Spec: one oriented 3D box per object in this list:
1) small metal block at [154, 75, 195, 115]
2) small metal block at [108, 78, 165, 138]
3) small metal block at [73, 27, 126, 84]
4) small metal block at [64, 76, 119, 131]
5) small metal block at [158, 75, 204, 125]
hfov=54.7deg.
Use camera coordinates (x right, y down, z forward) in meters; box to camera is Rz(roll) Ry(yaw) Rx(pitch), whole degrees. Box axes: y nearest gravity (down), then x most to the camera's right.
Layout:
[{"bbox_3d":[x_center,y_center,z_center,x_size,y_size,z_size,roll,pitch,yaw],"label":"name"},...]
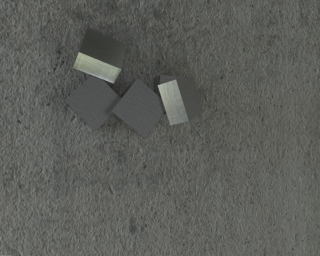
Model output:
[{"bbox_3d":[0.019,-0.043,0.418,0.050,0.025,0.050,2,89,-21],"label":"small metal block"},{"bbox_3d":[-0.026,-0.023,0.374,0.050,0.025,0.050,40,77,-16],"label":"small metal block"},{"bbox_3d":[-0.071,-0.087,0.372,0.050,0.025,0.050,20,47,-19],"label":"small metal block"},{"bbox_3d":[-0.081,-0.032,0.380,0.050,0.025,0.050,-47,105,-14],"label":"small metal block"},{"bbox_3d":[0.027,-0.035,0.381,0.050,0.025,0.050,-28,103,-58],"label":"small metal block"}]
